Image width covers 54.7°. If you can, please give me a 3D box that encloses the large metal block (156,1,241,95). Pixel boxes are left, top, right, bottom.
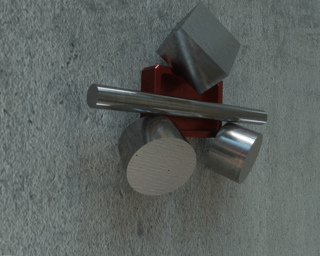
[{"bbox_3d":[0.053,-0.105,0.406,0.080,0.050,0.080,42,47,-14],"label":"large metal block"}]

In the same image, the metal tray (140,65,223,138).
[{"bbox_3d":[0.034,-0.032,0.431,0.131,0.030,0.089,2,89,-40],"label":"metal tray"}]

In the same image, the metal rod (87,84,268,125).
[{"bbox_3d":[0.048,-0.025,0.407,0.302,0.025,0.025,4,88,-40],"label":"metal rod"}]

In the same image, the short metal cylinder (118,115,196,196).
[{"bbox_3d":[-0.005,0.032,0.362,0.081,0.050,0.079,-9,123,-15],"label":"short metal cylinder"}]

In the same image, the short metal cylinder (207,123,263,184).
[{"bbox_3d":[0.113,0.036,0.463,0.080,0.050,0.079,-41,144,-39],"label":"short metal cylinder"}]
